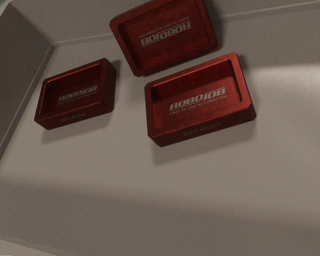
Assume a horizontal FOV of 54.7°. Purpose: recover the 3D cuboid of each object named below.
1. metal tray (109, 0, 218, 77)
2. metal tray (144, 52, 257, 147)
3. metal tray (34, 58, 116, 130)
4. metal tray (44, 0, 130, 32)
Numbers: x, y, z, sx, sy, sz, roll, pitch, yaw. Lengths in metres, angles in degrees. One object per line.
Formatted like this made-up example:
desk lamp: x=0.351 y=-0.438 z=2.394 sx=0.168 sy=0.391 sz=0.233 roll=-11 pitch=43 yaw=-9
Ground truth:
metal tray: x=0.006 y=-0.136 z=0.440 sx=0.130 sy=0.090 sz=0.030 roll=-17 pitch=28 yaw=18
metal tray: x=0.047 y=-0.036 z=0.398 sx=0.130 sy=0.030 sz=0.090 roll=-17 pitch=55 yaw=17
metal tray: x=-0.137 y=-0.055 z=0.505 sx=0.130 sy=0.030 sz=0.090 roll=-14 pitch=56 yaw=19
metal tray: x=-0.134 y=-0.234 z=0.575 sx=0.130 sy=0.090 sz=0.030 roll=-13 pitch=68 yaw=21
